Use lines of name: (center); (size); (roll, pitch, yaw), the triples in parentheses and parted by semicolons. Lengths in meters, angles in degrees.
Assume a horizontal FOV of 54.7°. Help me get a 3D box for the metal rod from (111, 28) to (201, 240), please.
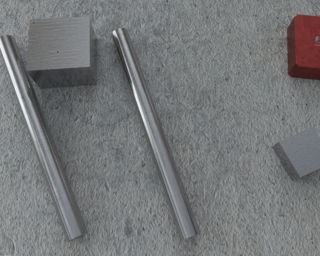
metal rod: (-0.012, -0.006, 0.410); (0.025, 0.025, 0.299); (-17, 71, -7)

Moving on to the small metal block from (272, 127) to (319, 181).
small metal block: (0.183, 0.033, 0.398); (0.050, 0.025, 0.050); (-22, 72, -8)

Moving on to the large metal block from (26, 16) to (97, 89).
large metal block: (-0.133, -0.104, 0.431); (0.081, 0.050, 0.080); (-4, 70, -2)

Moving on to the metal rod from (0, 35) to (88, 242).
metal rod: (-0.160, 0.000, 0.405); (0.025, 0.025, 0.299); (-24, 72, -9)

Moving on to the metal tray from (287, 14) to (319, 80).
metal tray: (0.257, -0.114, 0.450); (0.131, 0.030, 0.090); (7, 70, 2)
